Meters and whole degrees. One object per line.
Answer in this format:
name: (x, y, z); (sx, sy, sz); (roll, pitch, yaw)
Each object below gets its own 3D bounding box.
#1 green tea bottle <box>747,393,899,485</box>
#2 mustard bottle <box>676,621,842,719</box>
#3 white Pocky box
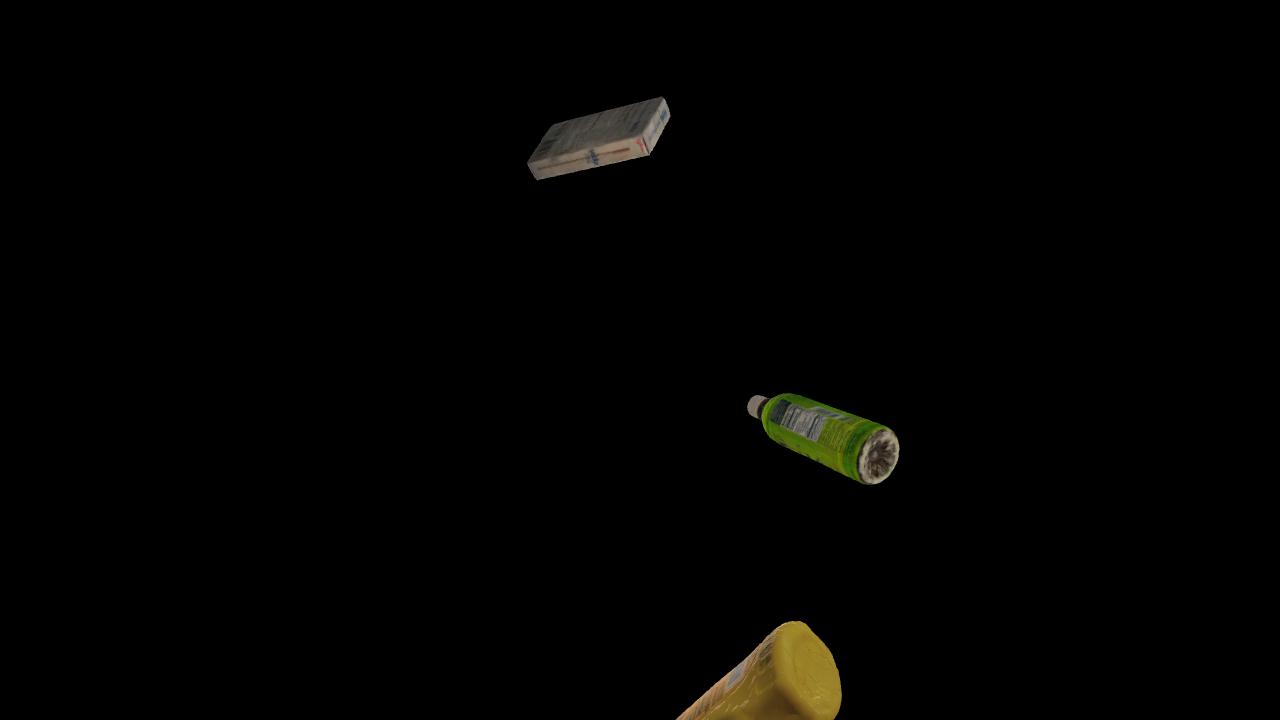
green tea bottle: (0.210, 0.083, 0.756); (0.073, 0.073, 0.212); (0, 14, -30)
mustard bottle: (0.046, 0.250, 0.400); (0.054, 0.184, 0.092); (45, 16, 9)
white Pocky box: (-0.048, -0.251, 0.697); (0.154, 0.084, 0.028); (-2, -42, 29)
